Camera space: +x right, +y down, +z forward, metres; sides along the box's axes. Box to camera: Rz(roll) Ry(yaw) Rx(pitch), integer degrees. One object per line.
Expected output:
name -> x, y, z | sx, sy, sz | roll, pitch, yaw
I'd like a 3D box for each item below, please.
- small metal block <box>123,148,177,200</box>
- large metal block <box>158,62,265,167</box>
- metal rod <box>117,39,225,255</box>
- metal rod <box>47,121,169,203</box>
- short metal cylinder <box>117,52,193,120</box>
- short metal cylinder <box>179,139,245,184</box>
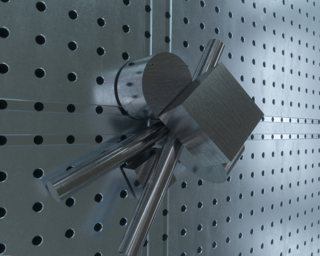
small metal block -> -0.012, 0.059, 0.395 | 0.050, 0.025, 0.050 | -35, 112, -35
large metal block -> 0.060, -0.014, 0.356 | 0.080, 0.050, 0.080 | 48, 61, -10
metal rod -> 0.022, 0.011, 0.391 | 0.025, 0.025, 0.300 | 38, 67, -34
metal rod -> -0.002, 0.005, 0.403 | 0.302, 0.025, 0.025 | -29, 109, -36
short metal cylinder -> -0.005, -0.050, 0.384 | 0.081, 0.050, 0.079 | 0, 90, -40
short metal cylinder -> 0.068, 0.031, 0.427 | 0.050, 0.080, 0.080 | -50, 120, -27
